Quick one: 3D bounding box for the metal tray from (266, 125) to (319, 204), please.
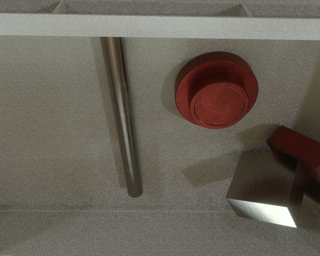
[{"bbox_3d":[0.207,0.061,0.419,0.030,0.090,0.130,-44,123,-4],"label":"metal tray"}]

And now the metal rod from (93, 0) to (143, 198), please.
[{"bbox_3d":[-0.046,-0.012,0.398,0.025,0.025,0.298,-2,130,1],"label":"metal rod"}]

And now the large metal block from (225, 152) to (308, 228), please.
[{"bbox_3d":[0.148,0.081,0.425,0.080,0.080,0.050,-1,138,39],"label":"large metal block"}]

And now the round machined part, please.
[{"bbox_3d":[0.067,-0.037,0.368,0.099,0.042,0.097,-1,130,0],"label":"round machined part"}]
